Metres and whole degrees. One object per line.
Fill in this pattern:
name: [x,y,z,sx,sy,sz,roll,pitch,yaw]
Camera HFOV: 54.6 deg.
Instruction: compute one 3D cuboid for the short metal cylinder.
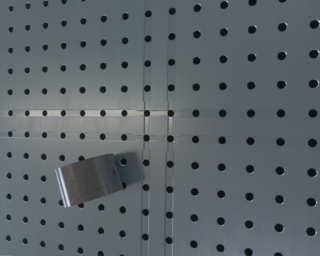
short metal cylinder: [-0.095,0.070,0.417,0.080,0.080,0.050,-19,84,19]
